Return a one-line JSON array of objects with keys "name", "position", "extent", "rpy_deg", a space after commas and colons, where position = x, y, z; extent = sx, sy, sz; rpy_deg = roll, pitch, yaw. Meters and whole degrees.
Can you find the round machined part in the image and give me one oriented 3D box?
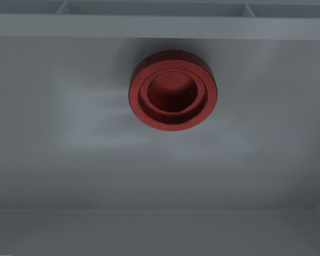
[{"name": "round machined part", "position": [0.014, -0.046, 0.358], "extent": [0.099, 0.042, 0.097], "rpy_deg": [0, 130, 0]}]
